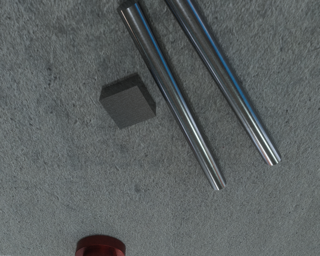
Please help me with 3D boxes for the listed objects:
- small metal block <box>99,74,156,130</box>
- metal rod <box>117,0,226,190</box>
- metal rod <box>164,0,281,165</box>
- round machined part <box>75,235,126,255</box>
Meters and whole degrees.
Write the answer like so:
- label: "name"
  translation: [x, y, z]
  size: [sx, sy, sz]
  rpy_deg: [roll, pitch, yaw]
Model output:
- label: "small metal block"
  translation: [-0.038, -0.031, 0.380]
  size: [0.050, 0.025, 0.050]
  rpy_deg: [-20, 128, 15]
- label: "metal rod"
  translation: [0.030, -0.018, 0.392]
  size: [0.025, 0.025, 0.299]
  rpy_deg: [-19, 128, 15]
- label: "metal rod"
  translation: [0.081, -0.052, 0.363]
  size: [0.025, 0.025, 0.300]
  rpy_deg: [-26, 126, 20]
- label: "round machined part"
  translation: [-0.119, 0.257, 0.614]
  size: [0.099, 0.042, 0.097]
  rpy_deg: [0, 130, 0]
